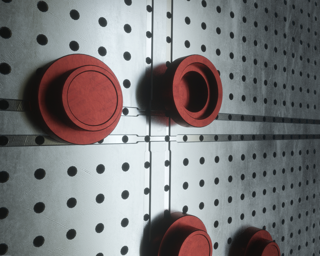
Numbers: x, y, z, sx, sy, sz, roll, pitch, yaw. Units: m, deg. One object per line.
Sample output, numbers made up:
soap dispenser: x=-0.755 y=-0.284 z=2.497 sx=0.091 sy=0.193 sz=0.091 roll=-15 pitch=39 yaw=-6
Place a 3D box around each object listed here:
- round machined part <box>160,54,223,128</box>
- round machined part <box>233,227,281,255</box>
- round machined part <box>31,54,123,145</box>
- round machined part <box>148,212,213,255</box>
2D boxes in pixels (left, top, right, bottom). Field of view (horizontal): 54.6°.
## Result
round machined part: x=0.039 y=-0.049 z=0.430 sx=0.099 sy=0.042 sz=0.097 roll=0 pitch=90 yaw=-40
round machined part: x=0.175 y=0.228 z=0.544 sx=0.099 sy=0.042 sz=0.097 roll=0 pitch=90 yaw=-40
round machined part: x=-0.080 y=-0.030 z=0.330 sx=0.099 sy=0.042 sz=0.097 roll=0 pitch=90 yaw=-40
round machined part: x=0.035 y=0.169 z=0.426 sx=0.099 sy=0.042 sz=0.097 roll=0 pitch=90 yaw=-40
